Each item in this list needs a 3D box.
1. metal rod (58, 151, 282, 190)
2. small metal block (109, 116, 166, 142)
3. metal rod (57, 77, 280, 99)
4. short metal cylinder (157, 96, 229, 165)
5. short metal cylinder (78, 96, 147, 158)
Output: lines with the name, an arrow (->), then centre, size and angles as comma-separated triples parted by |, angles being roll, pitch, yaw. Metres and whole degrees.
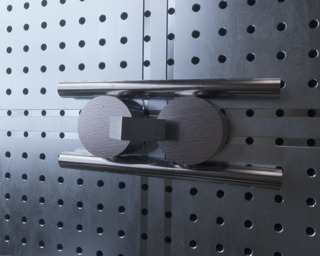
metal rod -> -0.001, 0.053, 0.409 | 0.301, 0.025, 0.025 | 3, 91, 19
small metal block -> -0.027, 0.001, 0.356 | 0.050, 0.050, 0.025 | 3, 91, -23
metal rod -> -0.002, -0.052, 0.410 | 0.301, 0.025, 0.025 | 2, 91, 19
short metal cylinder -> 0.041, 0.003, 0.381 | 0.080, 0.050, 0.079 | 0, 90, 20
short metal cylinder -> -0.062, -0.002, 0.418 | 0.080, 0.050, 0.079 | 0, 90, 20
